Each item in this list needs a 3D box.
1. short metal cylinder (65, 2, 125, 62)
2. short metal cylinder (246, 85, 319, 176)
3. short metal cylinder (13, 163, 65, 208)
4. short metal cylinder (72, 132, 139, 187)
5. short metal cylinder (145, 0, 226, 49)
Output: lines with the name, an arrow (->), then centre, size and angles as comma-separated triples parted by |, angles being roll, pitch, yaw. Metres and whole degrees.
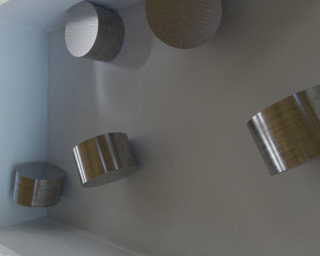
short metal cylinder -> -0.100, -0.145, 0.474 | 0.080, 0.050, 0.080 | 0, 90, 40
short metal cylinder -> 0.124, 0.003, 0.269 | 0.080, 0.081, 0.050 | -33, 69, 35
short metal cylinder -> -0.213, 0.099, 0.547 | 0.080, 0.081, 0.050 | 20, 103, 38
short metal cylinder -> -0.076, 0.046, 0.434 | 0.080, 0.081, 0.050 | -33, 70, 35
short metal cylinder -> 0.030, -0.134, 0.340 | 0.080, 0.050, 0.079 | 9, 128, 12
